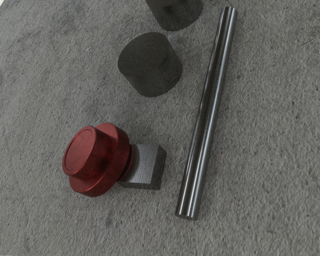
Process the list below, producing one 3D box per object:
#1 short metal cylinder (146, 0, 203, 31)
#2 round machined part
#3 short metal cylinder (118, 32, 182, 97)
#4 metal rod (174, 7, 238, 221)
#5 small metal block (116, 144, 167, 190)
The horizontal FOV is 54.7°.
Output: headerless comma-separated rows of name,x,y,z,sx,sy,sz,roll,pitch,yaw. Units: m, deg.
short metal cylinder,0.024,-0.205,0.501,0.080,0.050,0.080,-13,56,21
round machined part,-0.088,0.036,0.400,0.098,0.042,0.098,-28,45,32
short metal cylinder,-0.014,-0.092,0.452,0.080,0.050,0.080,-13,56,21
metal rod,0.064,-0.036,0.392,0.025,0.025,0.300,1,62,29
small metal block,-0.023,0.048,0.387,0.050,0.025,0.050,-1,61,27
